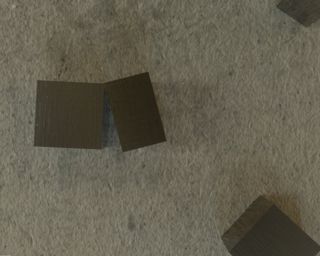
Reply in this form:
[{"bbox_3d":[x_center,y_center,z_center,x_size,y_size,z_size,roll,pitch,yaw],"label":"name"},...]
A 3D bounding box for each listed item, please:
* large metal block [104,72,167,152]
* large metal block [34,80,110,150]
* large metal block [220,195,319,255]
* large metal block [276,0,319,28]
[{"bbox_3d":[-0.027,-0.018,0.382,0.050,0.080,0.080,-15,90,0],"label":"large metal block"},{"bbox_3d":[-0.109,-0.016,0.396,0.081,0.050,0.079,3,90,-1],"label":"large metal block"},{"bbox_3d":[0.140,0.148,0.400,0.080,0.050,0.080,43,90,-1],"label":"large metal block"},{"bbox_3d":[0.203,-0.185,0.385,0.050,0.080,0.080,34,90,-1],"label":"large metal block"}]
